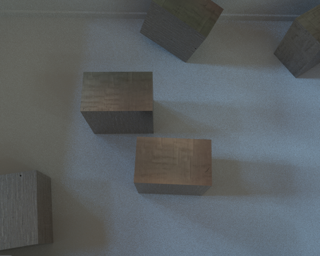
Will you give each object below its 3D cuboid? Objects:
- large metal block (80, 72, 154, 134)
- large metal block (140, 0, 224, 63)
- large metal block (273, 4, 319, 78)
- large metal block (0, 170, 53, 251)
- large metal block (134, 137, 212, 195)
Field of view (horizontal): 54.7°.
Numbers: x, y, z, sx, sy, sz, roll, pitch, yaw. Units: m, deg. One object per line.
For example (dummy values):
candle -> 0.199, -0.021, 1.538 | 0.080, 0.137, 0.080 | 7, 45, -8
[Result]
large metal block -> -0.049, -0.029, 0.390 | 0.081, 0.080, 0.050 | 0, 70, -1
large metal block -> 0.026, -0.146, 0.424 | 0.080, 0.080, 0.050 | 32, 73, -6
large metal block -> 0.218, -0.126, 0.429 | 0.080, 0.080, 0.050 | -31, 73, -11
large metal block -> -0.174, 0.098, 0.358 | 0.081, 0.050, 0.080 | -8, 70, -4
large metal block -> 0.014, 0.048, 0.363 | 0.081, 0.080, 0.050 | 2, 70, 0
